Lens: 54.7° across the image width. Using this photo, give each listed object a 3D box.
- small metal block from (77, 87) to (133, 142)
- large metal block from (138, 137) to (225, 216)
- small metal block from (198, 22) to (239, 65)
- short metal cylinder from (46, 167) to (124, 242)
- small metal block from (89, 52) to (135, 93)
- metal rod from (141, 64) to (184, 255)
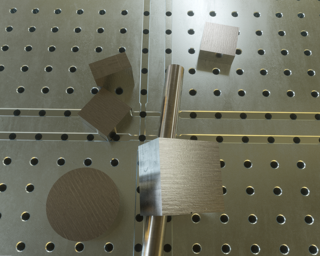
[{"bbox_3d":[-0.073,-0.018,0.417,0.050,0.025,0.050,37,74,10],"label":"small metal block"},{"bbox_3d":[0.023,0.058,0.357,0.081,0.050,0.080,6,73,-29],"label":"large metal block"},{"bbox_3d":[0.087,-0.125,0.459,0.050,0.025,0.050,11,70,3],"label":"small metal block"},{"bbox_3d":[-0.085,0.091,0.364,0.081,0.050,0.080,0,70,0],"label":"short metal cylinder"},{"bbox_3d":[-0.065,-0.073,0.424,0.050,0.050,0.025,-21,71,-8],"label":"small metal block"},{"bbox_3d":[0.003,0.055,0.391,0.025,0.025,0.299,7,70,2],"label":"metal rod"}]
